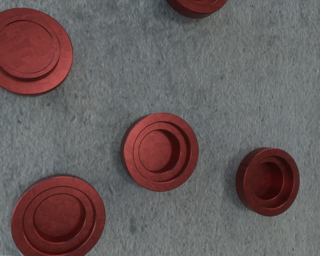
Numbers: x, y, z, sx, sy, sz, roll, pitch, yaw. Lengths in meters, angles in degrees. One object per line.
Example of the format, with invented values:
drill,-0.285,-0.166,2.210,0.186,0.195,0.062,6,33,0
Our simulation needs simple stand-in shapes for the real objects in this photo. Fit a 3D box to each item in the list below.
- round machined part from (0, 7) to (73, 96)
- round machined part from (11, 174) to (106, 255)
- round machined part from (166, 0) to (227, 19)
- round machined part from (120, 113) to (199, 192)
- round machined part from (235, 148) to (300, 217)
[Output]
round machined part,-0.148,-0.086,0.345,0.099,0.042,0.097,0,90,-21
round machined part,-0.116,0.101,0.358,0.099,0.042,0.097,0,90,-21
round machined part,0.044,-0.196,0.417,0.099,0.042,0.097,0,90,-21
round machined part,-0.003,0.030,0.400,0.099,0.042,0.097,0,90,-21
round machined part,0.153,0.077,0.459,0.099,0.042,0.097,0,90,-21
